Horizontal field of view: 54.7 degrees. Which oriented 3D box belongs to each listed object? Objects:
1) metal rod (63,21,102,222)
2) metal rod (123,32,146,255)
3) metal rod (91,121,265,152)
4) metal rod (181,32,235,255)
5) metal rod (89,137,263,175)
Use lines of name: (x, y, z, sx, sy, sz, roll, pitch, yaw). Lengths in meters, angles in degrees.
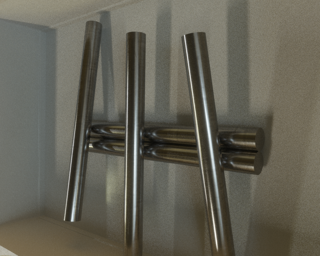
metal rod: (-0.115, -0.015, 0.466, 0.025, 0.025, 0.298, -1, 81, 39)
metal rod: (-0.033, 0.029, 0.398, 0.025, 0.025, 0.298, 2, 91, 39)
metal rod: (-0.013, 0.006, 0.414, 0.300, 0.025, 0.025, 3, 92, 39)
metal rod: (0.056, 0.052, 0.328, 0.025, 0.025, 0.298, -5, 95, 39)
metal rod: (-0.014, 0.031, 0.415, 0.300, 0.025, 0.025, 3, 92, 39)
